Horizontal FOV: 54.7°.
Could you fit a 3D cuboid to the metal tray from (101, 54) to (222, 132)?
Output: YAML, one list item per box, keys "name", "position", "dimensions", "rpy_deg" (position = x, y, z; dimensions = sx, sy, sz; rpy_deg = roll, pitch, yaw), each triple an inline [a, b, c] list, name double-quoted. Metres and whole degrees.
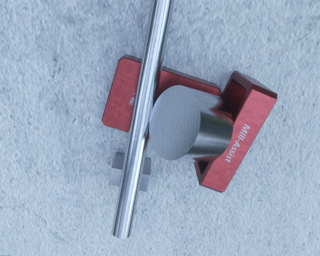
- name: "metal tray"
  position: [0.001, -0.031, 0.396]
  dimensions: [0.131, 0.030, 0.089]
  rpy_deg: [17, 109, -7]

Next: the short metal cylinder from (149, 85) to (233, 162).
- name: "short metal cylinder"
  position: [0.033, -0.003, 0.342]
  dimensions: [0.050, 0.080, 0.079]
  rpy_deg: [9, 114, -39]

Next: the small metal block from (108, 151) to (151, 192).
- name: "small metal block"
  position: [-0.040, 0.058, 0.418]
  dimensions: [0.050, 0.050, 0.025]
  rpy_deg: [12, 110, -5]

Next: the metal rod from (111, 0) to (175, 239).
- name: "metal rod"
  position: [-0.021, -0.010, 0.365]
  dimensions: [0.025, 0.025, 0.298]
  rpy_deg: [10, 101, -4]

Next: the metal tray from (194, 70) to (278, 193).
- name: "metal tray"
  position: [0.084, 0.002, 0.378]
  dimensions: [0.030, 0.090, 0.129]
  rpy_deg: [22, 109, -8]
